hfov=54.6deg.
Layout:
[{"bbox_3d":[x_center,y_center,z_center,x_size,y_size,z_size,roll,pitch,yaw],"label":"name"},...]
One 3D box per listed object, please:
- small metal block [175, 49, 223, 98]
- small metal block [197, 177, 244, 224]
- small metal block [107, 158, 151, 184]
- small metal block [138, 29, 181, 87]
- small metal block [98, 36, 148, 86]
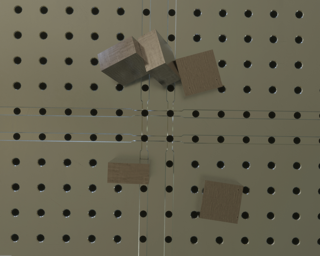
[{"bbox_3d":[0.051,-0.071,0.414,0.050,0.025,0.050,-15,90,-1],"label":"small metal block"},{"bbox_3d":[0.080,0.096,0.414,0.050,0.025,0.050,9,90,0],"label":"small metal block"},{"bbox_3d":[-0.038,0.055,0.401,0.050,0.050,0.025,2,90,0],"label":"small metal block"},{"bbox_3d":[0.000,-0.087,0.391,0.025,0.050,0.050,-22,67,19],"label":"small metal block"},{"bbox_3d":[-0.041,-0.083,0.391,0.050,0.050,0.025,-23,67,19],"label":"small metal block"}]
